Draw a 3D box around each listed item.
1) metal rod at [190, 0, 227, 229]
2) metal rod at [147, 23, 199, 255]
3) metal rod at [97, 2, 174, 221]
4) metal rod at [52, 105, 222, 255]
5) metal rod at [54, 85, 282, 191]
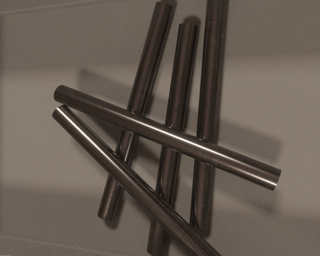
[{"bbox_3d":[0.061,-0.025,0.388,0.025,0.025,0.298,5,92,19],"label":"metal rod"},{"bbox_3d":[0.016,0.017,0.404,0.025,0.025,0.298,9,93,19],"label":"metal rod"},{"bbox_3d":[-0.034,-0.018,0.421,0.025,0.025,0.298,18,96,19],"label":"metal rod"},{"bbox_3d":[-0.031,0.074,0.392,0.300,0.025,0.025,42,103,15],"label":"metal rod"},{"bbox_3d":[-0.005,0.005,0.383,0.301,0.025,0.025,22,97,18],"label":"metal rod"}]
